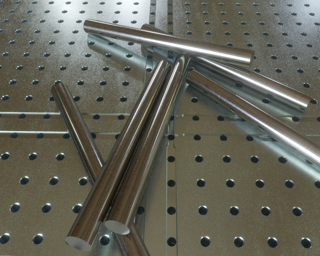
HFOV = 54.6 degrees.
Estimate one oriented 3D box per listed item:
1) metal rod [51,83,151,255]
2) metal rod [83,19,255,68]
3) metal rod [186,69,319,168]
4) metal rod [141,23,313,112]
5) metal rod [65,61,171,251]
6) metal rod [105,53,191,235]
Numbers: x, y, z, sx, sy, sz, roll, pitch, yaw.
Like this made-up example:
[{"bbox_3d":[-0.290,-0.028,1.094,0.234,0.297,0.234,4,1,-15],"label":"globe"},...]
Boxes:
[{"bbox_3d":[-0.078,0.046,0.368,0.025,0.025,0.300,-22,53,-17],"label":"metal rod"},{"bbox_3d":[0.001,-0.143,0.507,0.300,0.025,0.025,18,52,22],"label":"metal rod"},{"bbox_3d":[0.154,0.002,0.406,0.300,0.025,0.025,37,59,27],"label":"metal rod"},{"bbox_3d":[0.090,-0.104,0.495,0.300,0.025,0.025,31,57,23],"label":"metal rod"},{"bbox_3d":[-0.034,0.004,0.382,0.025,0.025,0.301,12,44,10],"label":"metal rod"},{"bbox_3d":[-0.002,-0.008,0.396,0.025,0.025,0.301,12,46,10],"label":"metal rod"}]
